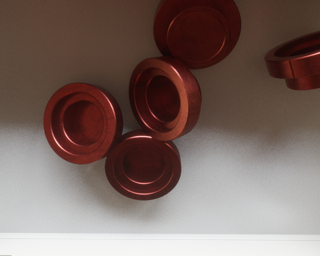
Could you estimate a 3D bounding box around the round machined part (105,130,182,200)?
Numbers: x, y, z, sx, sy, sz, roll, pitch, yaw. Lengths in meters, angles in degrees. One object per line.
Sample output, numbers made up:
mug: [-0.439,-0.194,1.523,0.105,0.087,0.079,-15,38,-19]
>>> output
round machined part: [-0.021,0.046,0.416,0.099,0.042,0.097,0,115,0]

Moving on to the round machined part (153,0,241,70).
round machined part: [0.042,-0.109,0.348,0.099,0.042,0.097,0,129,0]

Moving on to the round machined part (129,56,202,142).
round machined part: [0.010,-0.036,0.369,0.042,0.098,0.097,-20,119,-42]

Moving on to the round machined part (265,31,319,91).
round machined part: [0.173,-0.075,0.347,0.098,0.098,0.042,-21,109,7]

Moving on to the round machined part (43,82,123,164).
round machined part: [-0.091,-0.006,0.386,0.098,0.042,0.097,1,94,17]
